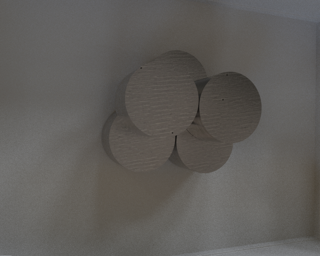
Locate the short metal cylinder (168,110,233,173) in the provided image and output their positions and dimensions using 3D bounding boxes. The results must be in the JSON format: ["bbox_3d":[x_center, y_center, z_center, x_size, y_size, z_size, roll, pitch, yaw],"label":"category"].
[{"bbox_3d":[0.049,0.017,0.413,0.081,0.050,0.080,0,90,-20],"label":"short metal cylinder"}]

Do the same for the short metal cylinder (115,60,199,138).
[{"bbox_3d":[-0.005,-0.030,0.340,0.081,0.050,0.080,0,90,-20],"label":"short metal cylinder"}]

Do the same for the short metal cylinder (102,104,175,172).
[{"bbox_3d":[-0.028,0.012,0.385,0.081,0.050,0.080,0,90,-20],"label":"short metal cylinder"}]

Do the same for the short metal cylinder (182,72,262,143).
[{"bbox_3d":[0.071,-0.023,0.367,0.081,0.050,0.080,0,90,-20],"label":"short metal cylinder"}]

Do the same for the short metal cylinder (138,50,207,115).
[{"bbox_3d":[0.014,-0.055,0.401,0.081,0.050,0.080,0,90,-20],"label":"short metal cylinder"}]
